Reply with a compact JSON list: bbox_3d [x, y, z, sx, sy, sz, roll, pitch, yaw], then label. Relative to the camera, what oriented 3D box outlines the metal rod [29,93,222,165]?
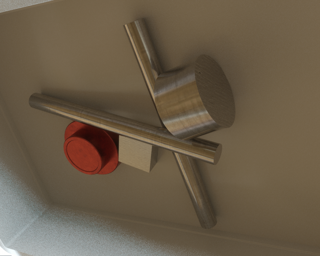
[{"bbox_3d":[-0.064,-0.007,0.414,0.301,0.025,0.025,16,125,27],"label":"metal rod"}]

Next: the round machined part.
[{"bbox_3d":[-0.106,0.032,0.471,0.098,0.042,0.097,13,124,20],"label":"round machined part"}]

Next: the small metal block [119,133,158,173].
[{"bbox_3d":[-0.030,0.030,0.441,0.050,0.025,0.050,18,126,17],"label":"small metal block"}]

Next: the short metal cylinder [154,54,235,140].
[{"bbox_3d":[0.039,-0.032,0.332,0.050,0.080,0.080,-19,108,35],"label":"short metal cylinder"}]

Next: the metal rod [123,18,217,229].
[{"bbox_3d":[0.021,0.010,0.402,0.025,0.025,0.298,-8,115,31],"label":"metal rod"}]
